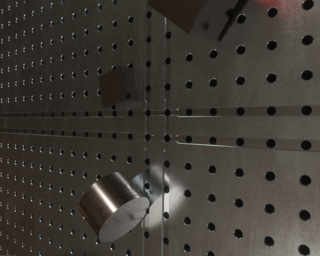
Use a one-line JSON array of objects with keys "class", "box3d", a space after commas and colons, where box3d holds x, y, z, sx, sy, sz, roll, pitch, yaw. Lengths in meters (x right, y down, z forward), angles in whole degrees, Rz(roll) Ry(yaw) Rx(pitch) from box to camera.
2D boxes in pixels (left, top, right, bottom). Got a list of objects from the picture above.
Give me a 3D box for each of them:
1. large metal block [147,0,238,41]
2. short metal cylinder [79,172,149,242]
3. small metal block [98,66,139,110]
[{"class": "large metal block", "box3d": [0.042, -0.157, 0.349, 0.080, 0.050, 0.079, 47, 124, 32]}, {"class": "short metal cylinder", "box3d": [-0.062, 0.107, 0.422, 0.050, 0.081, 0.079, 42, 115, 31]}, {"class": "small metal block", "box3d": [-0.062, -0.058, 0.458, 0.050, 0.025, 0.050, -15, 80, 38]}]
